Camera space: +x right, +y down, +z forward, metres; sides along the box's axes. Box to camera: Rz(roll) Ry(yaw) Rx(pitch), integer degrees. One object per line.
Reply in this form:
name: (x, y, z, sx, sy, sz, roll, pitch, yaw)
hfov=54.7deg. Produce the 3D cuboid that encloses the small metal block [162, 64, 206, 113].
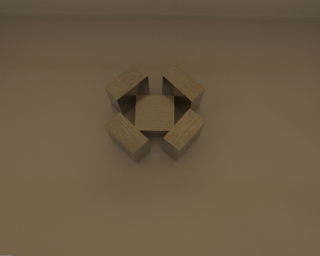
small metal block: (0.030, -0.049, 0.412, 0.025, 0.050, 0.050, -43, 77, -15)

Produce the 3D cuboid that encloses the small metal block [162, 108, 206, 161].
small metal block: (0.029, 0.010, 0.390, 0.025, 0.050, 0.050, 39, 74, 12)

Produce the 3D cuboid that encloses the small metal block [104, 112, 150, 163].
small metal block: (-0.040, 0.014, 0.389, 0.025, 0.050, 0.050, -43, 76, -13)

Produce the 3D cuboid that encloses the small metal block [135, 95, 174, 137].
small metal block: (-0.007, -0.016, 0.413, 0.050, 0.025, 0.050, 1, 70, 0)

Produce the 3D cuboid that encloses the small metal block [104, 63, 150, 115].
small metal block: (-0.042, -0.050, 0.412, 0.050, 0.050, 0.025, -40, 74, -13)
